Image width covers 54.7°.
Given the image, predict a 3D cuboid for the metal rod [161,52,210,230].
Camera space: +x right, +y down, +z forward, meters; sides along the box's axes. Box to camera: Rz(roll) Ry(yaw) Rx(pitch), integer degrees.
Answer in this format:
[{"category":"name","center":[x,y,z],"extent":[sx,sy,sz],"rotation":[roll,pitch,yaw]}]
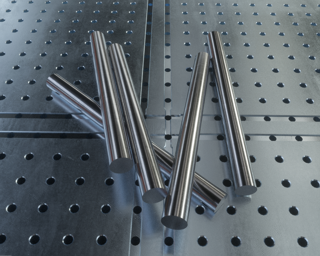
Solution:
[{"category":"metal rod","center":[0.042,-0.012,0.396],"extent":[0.025,0.025,0.300],"rotation":[9,44,7]}]

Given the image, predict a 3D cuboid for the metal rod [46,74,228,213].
[{"category":"metal rod","center":[-0.046,0.006,0.401],"extent":[0.300,0.025,0.025],"rotation":[34,58,25]}]

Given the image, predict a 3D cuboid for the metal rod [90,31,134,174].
[{"category":"metal rod","center":[-0.075,-0.059,0.431],"extent":[0.025,0.025,0.300],"rotation":[-10,43,-9]}]

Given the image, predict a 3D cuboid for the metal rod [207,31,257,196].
[{"category":"metal rod","center":[0.096,-0.044,0.445],"extent":[0.025,0.025,0.300],"rotation":[0,50,-1]}]

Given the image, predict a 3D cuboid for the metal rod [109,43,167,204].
[{"category":"metal rod","center":[-0.040,-0.032,0.408],"extent":[0.025,0.025,0.300],"rotation":[-10,43,-9]}]
